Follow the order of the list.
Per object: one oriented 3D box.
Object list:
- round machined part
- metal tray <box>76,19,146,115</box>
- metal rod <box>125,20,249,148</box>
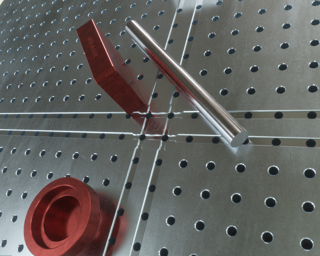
[{"bbox_3d":[-0.116,0.114,0.386,0.098,0.042,0.098,-13,56,20],"label":"round machined part"},{"bbox_3d":[-0.073,-0.091,0.458,0.030,0.090,0.130,-32,52,7],"label":"metal tray"},{"bbox_3d":[0.021,-0.081,0.445,0.025,0.025,0.300,-38,51,2],"label":"metal rod"}]
